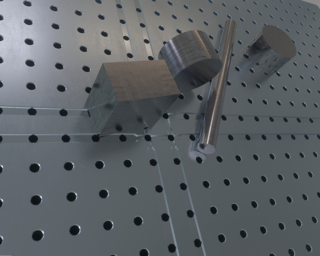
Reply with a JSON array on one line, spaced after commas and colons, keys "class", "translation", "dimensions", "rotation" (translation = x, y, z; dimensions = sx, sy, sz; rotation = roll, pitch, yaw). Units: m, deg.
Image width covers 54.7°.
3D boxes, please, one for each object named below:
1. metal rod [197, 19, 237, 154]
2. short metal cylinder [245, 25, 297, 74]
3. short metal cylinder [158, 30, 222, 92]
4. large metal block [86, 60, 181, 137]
[{"class": "metal rod", "translation": [0.100, -0.086, 0.514], "dimensions": [0.025, 0.025, 0.300], "rotation": [27, 52, -12]}, {"class": "short metal cylinder", "translation": [0.214, -0.151, 0.599], "dimensions": [0.081, 0.050, 0.080], "rotation": [14, 56, -21]}, {"class": "short metal cylinder", "translation": [0.044, -0.097, 0.455], "dimensions": [0.081, 0.080, 0.050], "rotation": [-10, 67, -33]}, {"class": "large metal block", "translation": [-0.035, -0.036, 0.376], "dimensions": [0.081, 0.080, 0.050], "rotation": [-11, 68, -33]}]
